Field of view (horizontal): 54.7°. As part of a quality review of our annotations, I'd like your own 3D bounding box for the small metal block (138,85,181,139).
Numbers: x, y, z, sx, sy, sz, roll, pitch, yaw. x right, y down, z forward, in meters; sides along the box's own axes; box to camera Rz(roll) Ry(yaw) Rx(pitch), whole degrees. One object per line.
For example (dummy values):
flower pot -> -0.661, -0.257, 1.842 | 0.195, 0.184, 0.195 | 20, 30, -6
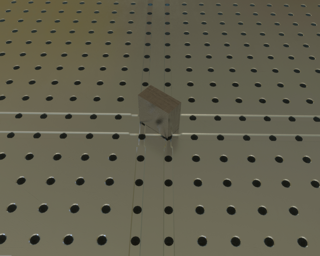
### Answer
small metal block -> -0.001, -0.021, 0.409 | 0.050, 0.050, 0.025 | 33, 57, 24
